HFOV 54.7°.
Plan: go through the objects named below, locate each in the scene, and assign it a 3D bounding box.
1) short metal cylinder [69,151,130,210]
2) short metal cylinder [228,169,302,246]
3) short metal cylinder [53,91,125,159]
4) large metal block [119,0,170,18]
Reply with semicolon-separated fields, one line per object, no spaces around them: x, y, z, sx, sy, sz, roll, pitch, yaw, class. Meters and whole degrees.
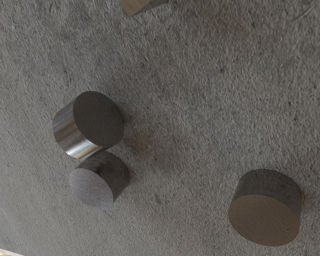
-0.095;0.082;0.492;0.080;0.050;0.079;13;124;21;short metal cylinder
0.130;0.098;0.383;0.080;0.050;0.079;13;124;21;short metal cylinder
-0.096;-0.003;0.420;0.050;0.080;0.080;-28;103;37;short metal cylinder
-0.013;-0.157;0.281;0.050;0.080;0.080;-24;106;36;large metal block
